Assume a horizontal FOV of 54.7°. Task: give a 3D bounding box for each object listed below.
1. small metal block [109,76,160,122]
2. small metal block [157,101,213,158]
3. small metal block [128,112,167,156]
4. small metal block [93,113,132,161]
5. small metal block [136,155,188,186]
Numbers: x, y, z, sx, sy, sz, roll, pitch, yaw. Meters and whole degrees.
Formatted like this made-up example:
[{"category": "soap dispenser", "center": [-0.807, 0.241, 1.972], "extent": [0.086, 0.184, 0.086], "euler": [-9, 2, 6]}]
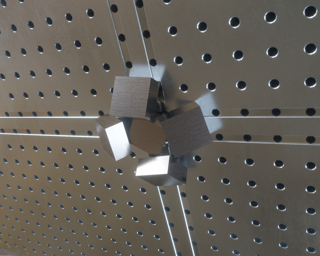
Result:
[{"category": "small metal block", "center": [-0.032, -0.037, 0.388], "extent": [0.050, 0.025, 0.050], "euler": [6, 85, 25]}, {"category": "small metal block", "center": [0.031, 0.002, 0.380], "extent": [0.050, 0.025, 0.050], "euler": [-23, 110, -1]}, {"category": "small metal block", "center": [-0.012, 0.006, 0.419], "extent": [0.050, 0.025, 0.050], "euler": [28, 128, 10]}, {"category": "small metal block", "center": [-0.067, 0.012, 0.437], "extent": [0.050, 0.025, 0.050], "euler": [29, 138, 56]}, {"category": "small metal block", "center": [0.003, 0.061, 0.430], "extent": [0.050, 0.025, 0.050], "euler": [-9, 150, 32]}]
